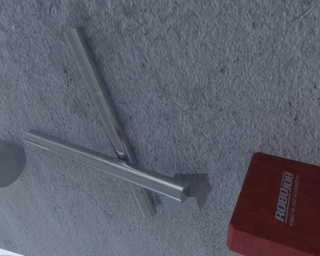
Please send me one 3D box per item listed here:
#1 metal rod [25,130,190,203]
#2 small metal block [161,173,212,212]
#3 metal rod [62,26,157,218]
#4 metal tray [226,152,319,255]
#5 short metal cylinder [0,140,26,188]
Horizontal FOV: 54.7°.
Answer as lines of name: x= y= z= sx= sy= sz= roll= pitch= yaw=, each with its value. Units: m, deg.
metal rod: x=-0.095 y=0.047 z=0.459 sx=0.300 sy=0.025 sz=0.025 roll=15 pitch=125 yaw=30
small metal block: x=0.037 y=0.088 z=0.425 sx=0.050 sy=0.050 sz=0.025 roll=-6 pitch=116 yaw=31
metal rod: x=-0.064 y=0.006 z=0.444 sx=0.025 sy=0.025 sz=0.298 roll=-6 pitch=116 yaw=31
metal tray: x=0.130 y=0.081 z=0.321 sx=0.090 sy=0.131 sz=0.030 roll=13 pitch=124 yaw=21
short metal cylinder: x=-0.296 y=0.063 z=0.566 sx=0.050 sy=0.080 sz=0.079 roll=17 pitch=125 yaw=18
